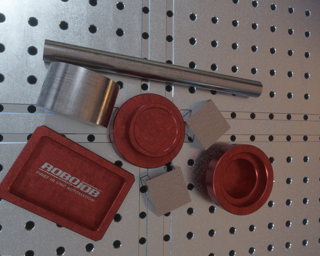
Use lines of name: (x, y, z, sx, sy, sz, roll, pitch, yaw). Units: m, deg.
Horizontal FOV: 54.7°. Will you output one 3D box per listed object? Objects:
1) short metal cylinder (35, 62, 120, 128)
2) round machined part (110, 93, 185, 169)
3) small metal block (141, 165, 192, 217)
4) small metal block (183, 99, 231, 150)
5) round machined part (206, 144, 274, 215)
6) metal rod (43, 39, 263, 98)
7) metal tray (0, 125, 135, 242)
short metal cylinder: (-0.091, -0.035, 0.349, 0.081, 0.080, 0.050, 19, 84, -19)
round machined part: (-0.012, 0.004, 0.398, 0.099, 0.042, 0.097, 1, 87, -20)
small metal block: (0.008, 0.083, 0.416, 0.050, 0.025, 0.050, -20, 97, -19)
small metal block: (0.063, -0.005, 0.436, 0.050, 0.025, 0.050, -40, 103, -16)
round machined part: (0.109, 0.071, 0.444, 0.099, 0.042, 0.097, 0, 90, -20)
metal rod: (0.005, -0.075, 0.414, 0.302, 0.025, 0.025, 7, 88, -20)
metal tray: (-0.108, 0.066, 0.370, 0.130, 0.030, 0.090, 32, 80, -17)
